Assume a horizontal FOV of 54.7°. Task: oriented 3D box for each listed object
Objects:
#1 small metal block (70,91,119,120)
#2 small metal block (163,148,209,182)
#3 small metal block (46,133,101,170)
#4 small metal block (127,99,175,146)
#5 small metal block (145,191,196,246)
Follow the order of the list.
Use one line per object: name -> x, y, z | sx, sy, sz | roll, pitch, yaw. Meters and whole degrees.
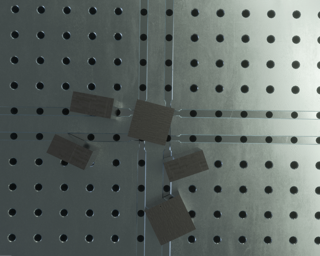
small metal block -> -0.083, -0.028, 0.400 | 0.050, 0.050, 0.025 | 10, 90, -1
small metal block -> 0.032, 0.046, 0.401 | 0.050, 0.050, 0.025 | -19, 90, 0
small metal block -> -0.109, 0.029, 0.399 | 0.050, 0.050, 0.025 | 25, 90, -1
small metal block -> -0.011, -0.007, 0.413 | 0.050, 0.025, 0.050 | 15, 90, -1
small metal block -> 0.013, 0.119, 0.414 | 0.050, 0.025, 0.050 | -25, 90, -1
